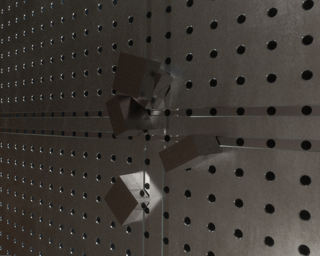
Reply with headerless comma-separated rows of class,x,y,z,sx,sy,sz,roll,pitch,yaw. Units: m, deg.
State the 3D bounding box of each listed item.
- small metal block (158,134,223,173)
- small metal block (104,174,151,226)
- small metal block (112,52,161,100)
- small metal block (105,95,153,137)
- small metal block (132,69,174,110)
small metal block,0.036,0.029,0.362,0.050,0.050,0.025,-33,70,35
small metal block,-0.048,0.103,0.447,0.050,0.025,0.050,49,118,28
small metal block,-0.031,-0.067,0.401,0.050,0.025,0.050,24,104,37
small metal block,-0.042,-0.016,0.425,0.025,0.050,0.050,-28,73,37
small metal block,-0.017,-0.060,0.421,0.050,0.025,0.050,42,115,31
